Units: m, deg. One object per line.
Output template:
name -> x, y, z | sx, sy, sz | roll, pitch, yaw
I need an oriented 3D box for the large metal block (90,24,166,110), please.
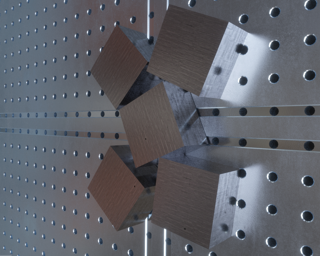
large metal block -> -0.041, -0.081, 0.428 | 0.080, 0.050, 0.080 | -52, 59, 28

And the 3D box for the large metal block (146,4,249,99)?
large metal block -> 0.041, -0.087, 0.358 | 0.080, 0.050, 0.080 | 31, 110, 33

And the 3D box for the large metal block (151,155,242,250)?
large metal block -> 0.041, 0.080, 0.360 | 0.080, 0.050, 0.080 | 12, 97, 39

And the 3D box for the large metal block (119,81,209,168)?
large metal block -> 0.003, -0.002, 0.391 | 0.080, 0.050, 0.080 | -28, 72, 36

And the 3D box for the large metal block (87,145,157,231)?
large metal block -> -0.045, 0.080, 0.430 | 0.080, 0.050, 0.080 | 45, 117, 31
